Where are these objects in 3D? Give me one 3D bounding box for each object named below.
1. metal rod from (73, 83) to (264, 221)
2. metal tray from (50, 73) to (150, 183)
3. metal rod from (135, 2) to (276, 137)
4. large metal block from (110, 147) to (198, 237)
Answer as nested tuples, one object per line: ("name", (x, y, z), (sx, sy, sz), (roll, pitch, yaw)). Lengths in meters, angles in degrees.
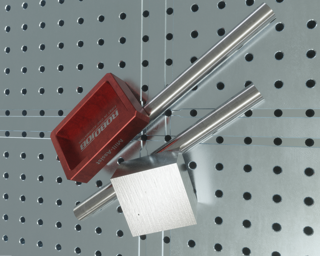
("metal rod", (0.000, 0.040, 0.411), (0.300, 0.025, 0.025), (-36, 79, 16))
("metal tray", (-0.085, 0.000, 0.419), (0.130, 0.030, 0.090), (-44, 55, 12))
("metal rod", (0.018, -0.047, 0.405), (0.300, 0.025, 0.025), (-40, 78, 15))
("large metal block", (-0.004, 0.078, 0.383), (0.080, 0.050, 0.080), (-15, 104, 12))
